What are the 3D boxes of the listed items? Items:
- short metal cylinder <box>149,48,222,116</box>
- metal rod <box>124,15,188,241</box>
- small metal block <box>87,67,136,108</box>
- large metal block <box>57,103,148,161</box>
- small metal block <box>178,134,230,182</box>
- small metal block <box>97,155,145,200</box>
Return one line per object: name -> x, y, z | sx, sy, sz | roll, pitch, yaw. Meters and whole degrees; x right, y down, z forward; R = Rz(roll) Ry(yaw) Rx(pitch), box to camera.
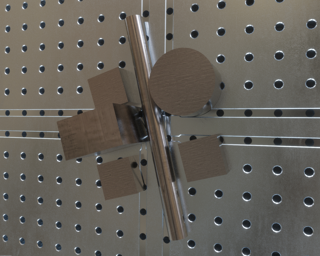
short metal cylinder -> 0.033, -0.054, 0.387 | 0.080, 0.050, 0.079 | 0, 90, 19
metal rod -> -0.006, -0.004, 0.413 | 0.025, 0.025, 0.298 | -13, 86, 19
small metal block -> -0.068, -0.052, 0.435 | 0.050, 0.025, 0.050 | -18, 84, 18
large metal block -> -0.072, 0.005, 0.406 | 0.080, 0.080, 0.050 | -16, 85, 19
small metal block -> 0.055, 0.038, 0.392 | 0.050, 0.025, 0.050 | -15, 85, 19
small metal block -> -0.054, 0.069, 0.431 | 0.050, 0.025, 0.050 | -16, 85, 19
